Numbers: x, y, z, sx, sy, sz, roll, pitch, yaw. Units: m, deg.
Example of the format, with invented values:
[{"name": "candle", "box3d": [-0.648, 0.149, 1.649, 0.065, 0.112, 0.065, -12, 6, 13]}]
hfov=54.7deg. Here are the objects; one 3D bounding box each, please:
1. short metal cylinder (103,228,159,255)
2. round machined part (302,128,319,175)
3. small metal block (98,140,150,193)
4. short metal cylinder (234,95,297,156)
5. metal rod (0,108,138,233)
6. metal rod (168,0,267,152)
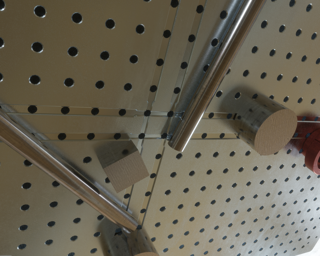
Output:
[{"name": "short metal cylinder", "box3d": [-0.045, 0.210, 0.500, 0.081, 0.050, 0.079, -14, 124, -21]}, {"name": "round machined part", "box3d": [0.316, 0.039, 0.596, 0.099, 0.042, 0.097, -14, 124, -21]}, {"name": "small metal block", "box3d": [-0.048, 0.052, 0.417, 0.050, 0.025, 0.050, -28, 128, -11]}, {"name": "short metal cylinder", "box3d": [0.163, -0.004, 0.481, 0.081, 0.050, 0.079, -14, 124, -21]}, {"name": "metal rod", "box3d": [-0.116, 0.059, 0.384, 0.025, 0.025, 0.300, -39, 129, -2]}, {"name": "metal rod", "box3d": [0.088, -0.100, 0.396, 0.025, 0.025, 0.298, 15, 110, -35]}]
